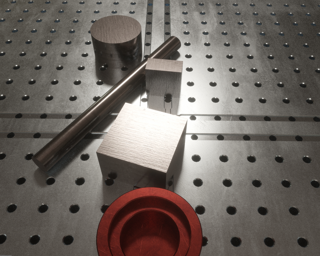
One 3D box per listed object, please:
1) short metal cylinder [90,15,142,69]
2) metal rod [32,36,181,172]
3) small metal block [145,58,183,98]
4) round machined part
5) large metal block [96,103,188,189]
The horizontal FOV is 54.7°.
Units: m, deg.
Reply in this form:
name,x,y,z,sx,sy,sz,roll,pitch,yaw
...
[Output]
name,x,y,z,sx,sy,sz,roll,pitch,yaw
short metal cylinder,-0.070,-0.142,0.510,0.081,0.050,0.080,0,50,0
metal rod,-0.059,-0.051,0.449,0.025,0.025,0.301,28,55,21
small metal block,0.006,-0.072,0.452,0.050,0.050,0.025,6,51,4
round machined part,-0.010,0.111,0.303,0.099,0.042,0.098,0,50,0
large metal block,-0.018,0.023,0.372,0.080,0.050,0.080,15,52,12
